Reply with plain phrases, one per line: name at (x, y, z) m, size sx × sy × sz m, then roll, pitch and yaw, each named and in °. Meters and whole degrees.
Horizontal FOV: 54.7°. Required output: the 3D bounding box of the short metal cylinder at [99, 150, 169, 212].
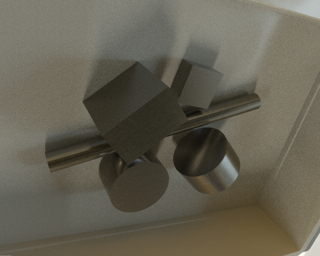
short metal cylinder at (-0.035, 0.065, 0.412) m, size 0.081 × 0.050 × 0.079 m, roll -14°, pitch 125°, yaw -21°

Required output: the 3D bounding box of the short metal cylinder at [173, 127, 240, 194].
short metal cylinder at (0.066, 0.046, 0.438) m, size 0.080 × 0.080 × 0.050 m, roll -40°, pitch 130°, yaw -1°

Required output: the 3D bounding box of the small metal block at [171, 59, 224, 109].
small metal block at (0.046, -0.056, 0.399) m, size 0.050 × 0.025 × 0.050 m, roll 9°, pitch 114°, yaw -33°

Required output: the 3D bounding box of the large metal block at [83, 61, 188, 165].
large metal block at (-0.029, -0.019, 0.345) m, size 0.080 × 0.080 × 0.050 m, roll -37°, pitch 130°, yaw -4°

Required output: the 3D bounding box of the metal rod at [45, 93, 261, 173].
metal rod at (0.006, 0.000, 0.412) m, size 0.302 × 0.025 × 0.025 m, roll -16°, pitch 125°, yaw -20°
